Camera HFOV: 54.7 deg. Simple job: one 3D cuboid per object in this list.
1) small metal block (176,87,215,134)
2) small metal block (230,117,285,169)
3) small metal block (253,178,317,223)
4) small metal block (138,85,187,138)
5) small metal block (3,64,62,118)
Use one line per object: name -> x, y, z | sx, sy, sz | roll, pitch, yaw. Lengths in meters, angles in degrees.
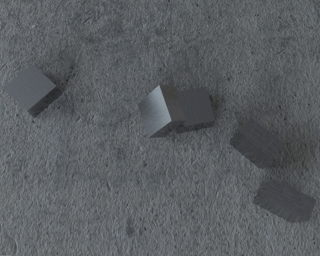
small metal block -> 0.042, -0.024, 0.417 | 0.050, 0.025, 0.050 | -11, 70, -4
small metal block -> 0.120, 0.020, 0.388 | 0.050, 0.050, 0.025 | 42, 75, 13
small metal block -> 0.144, 0.086, 0.364 | 0.050, 0.050, 0.025 | 27, 73, 9
small metal block -> 0.001, -0.020, 0.400 | 0.025, 0.050, 0.050 | -1, 65, -41
small metal block -> -0.174, -0.051, 0.425 | 0.050, 0.025, 0.050 | 41, 75, 13
